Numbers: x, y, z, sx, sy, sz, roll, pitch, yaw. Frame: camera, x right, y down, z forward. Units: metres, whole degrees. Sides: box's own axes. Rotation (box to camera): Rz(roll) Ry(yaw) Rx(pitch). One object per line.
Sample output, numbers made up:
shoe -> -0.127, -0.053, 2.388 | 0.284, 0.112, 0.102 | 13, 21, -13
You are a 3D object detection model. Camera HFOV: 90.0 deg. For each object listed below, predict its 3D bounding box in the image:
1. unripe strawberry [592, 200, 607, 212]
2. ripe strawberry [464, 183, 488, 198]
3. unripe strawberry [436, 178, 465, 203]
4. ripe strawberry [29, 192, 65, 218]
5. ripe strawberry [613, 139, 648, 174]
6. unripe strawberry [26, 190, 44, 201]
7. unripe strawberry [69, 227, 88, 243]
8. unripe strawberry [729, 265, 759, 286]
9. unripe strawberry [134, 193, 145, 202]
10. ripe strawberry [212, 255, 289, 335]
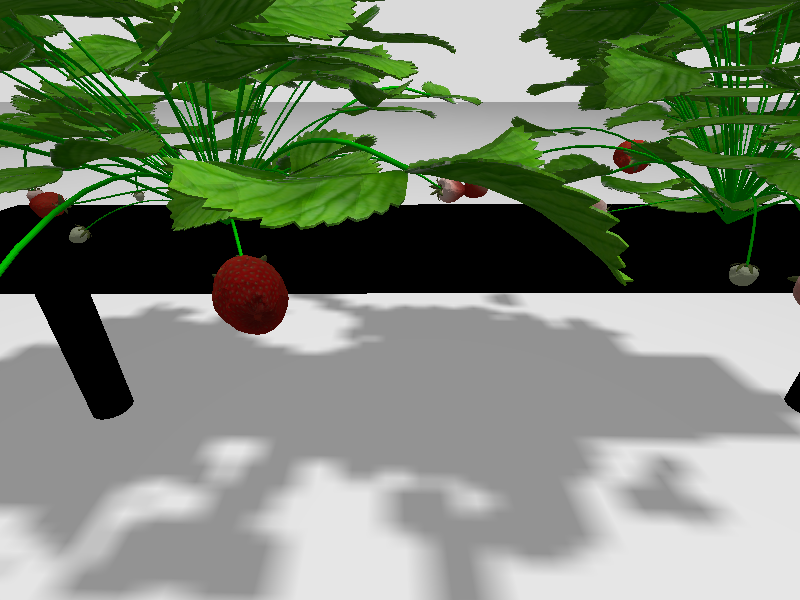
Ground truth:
unripe strawberry -> 0.165, -0.077, 0.350 | 0.026, 0.025, 0.024 | -2, 28, -2
ripe strawberry -> 0.082, -0.124, 0.440 | 0.028, 0.028, 0.026 | -37, 5, 36
unripe strawberry -> 0.054, -0.115, 0.418 | 0.028, 0.027, 0.030 | -4, 28, -20
ripe strawberry -> -0.326, -0.087, 0.369 | 0.027, 0.023, 0.027 | 2, 28, 5
ripe strawberry -> 0.323, -0.199, 0.557 | 0.050, 0.045, 0.045 | 3, 18, 6
unripe strawberry -> -0.354, -0.099, 0.391 | 0.015, 0.015, 0.014 | 6, 29, 11
unripe strawberry -> -0.251, -0.050, 0.312 | 0.013, 0.011, 0.013 | -38, 38, -8
unripe strawberry -> 0.210, -0.015, 0.246 | 0.014, 0.013, 0.013 | 17, 15, 29
unripe strawberry -> -0.264, -0.105, 0.406 | 0.010, 0.010, 0.009 | 14, 31, 25
ripe strawberry -> -0.070, 0.000, 0.190 | 0.034, 0.039, 0.037 | -12, 33, -22
